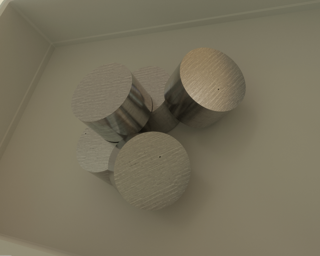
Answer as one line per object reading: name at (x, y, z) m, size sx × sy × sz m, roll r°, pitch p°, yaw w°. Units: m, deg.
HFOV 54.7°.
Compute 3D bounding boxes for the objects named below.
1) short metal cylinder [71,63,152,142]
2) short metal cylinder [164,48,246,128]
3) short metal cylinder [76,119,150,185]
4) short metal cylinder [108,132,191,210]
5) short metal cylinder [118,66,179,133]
short metal cylinder at (-0.056, -0.030, 0.368) m, size 0.080 × 0.050 × 0.080 m, roll -13°, pitch 56°, yaw 20°
short metal cylinder at (0.051, -0.046, 0.361) m, size 0.081 × 0.050 × 0.080 m, roll 8°, pitch 66°, yaw -17°
short metal cylinder at (-0.059, 0.029, 0.400) m, size 0.080 × 0.050 × 0.080 m, roll -13°, pitch 56°, yaw 20°
short metal cylinder at (-0.013, 0.044, 0.338) m, size 0.080 × 0.080 × 0.050 m, roll -55°, pitch 12°, yaw -11°
short metal cylinder at (-0.013, -0.036, 0.414) m, size 0.080 × 0.050 × 0.080 m, roll -13°, pitch 56°, yaw 20°
